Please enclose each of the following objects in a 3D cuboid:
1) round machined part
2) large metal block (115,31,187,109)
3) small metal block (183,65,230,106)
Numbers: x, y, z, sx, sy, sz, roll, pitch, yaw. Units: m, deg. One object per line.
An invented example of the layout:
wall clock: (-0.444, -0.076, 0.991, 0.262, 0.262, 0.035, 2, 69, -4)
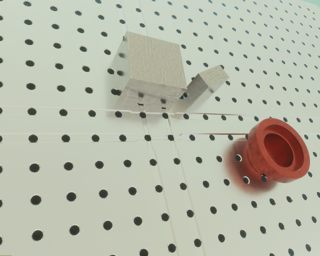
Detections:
round machined part: (0.172, 0.037, 0.467, 0.099, 0.042, 0.098, 14, 56, -21)
large metal block: (-0.015, -0.079, 0.433, 0.081, 0.050, 0.080, 7, 59, -25)
small metal block: (0.069, -0.065, 0.468, 0.050, 0.050, 0.025, -27, 77, -37)
